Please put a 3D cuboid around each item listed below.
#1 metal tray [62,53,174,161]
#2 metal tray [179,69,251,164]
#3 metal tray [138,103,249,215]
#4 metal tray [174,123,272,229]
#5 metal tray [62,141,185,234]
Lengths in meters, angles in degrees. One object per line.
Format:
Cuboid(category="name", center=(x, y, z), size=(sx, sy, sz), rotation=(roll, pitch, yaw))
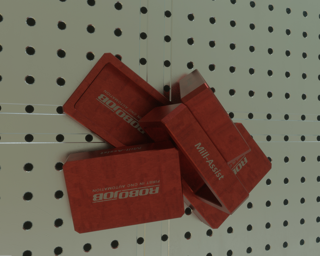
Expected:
Cuboid(category="metal tray", center=(-0.044, -0.020, 0.394), size=(0.130, 0.030, 0.090), rotation=(38, 78, -17))
Cuboid(category="metal tray", center=(0.062, -0.021, 0.381), size=(0.030, 0.130, 0.090), rotation=(-34, 103, 12))
Cuboid(category="metal tray", center=(0.035, 0.034, 0.360), size=(0.030, 0.090, 0.130), rotation=(-40, 103, -16))
Cuboid(category="metal tray", center=(0.089, 0.065, 0.443), size=(0.130, 0.030, 0.090), rotation=(-43, 104, -15))
Cuboid(category="metal tray", center=(-0.040, 0.069, 0.370), size=(0.131, 0.030, 0.089), rotation=(-7, 104, -6))
